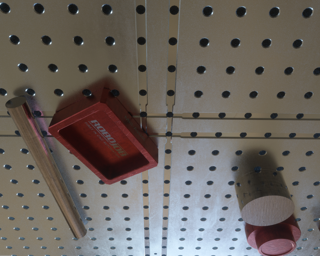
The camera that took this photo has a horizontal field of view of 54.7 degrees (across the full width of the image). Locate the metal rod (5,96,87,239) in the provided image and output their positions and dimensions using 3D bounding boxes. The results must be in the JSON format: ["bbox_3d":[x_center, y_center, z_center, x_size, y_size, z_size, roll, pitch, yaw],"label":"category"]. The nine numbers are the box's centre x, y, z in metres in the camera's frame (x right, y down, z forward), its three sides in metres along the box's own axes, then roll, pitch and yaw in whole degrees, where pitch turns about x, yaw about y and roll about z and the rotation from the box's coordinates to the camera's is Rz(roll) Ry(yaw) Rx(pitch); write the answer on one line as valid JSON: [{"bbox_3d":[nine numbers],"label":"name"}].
[{"bbox_3d":[-0.163,0.081,0.478,0.025,0.025,0.298,-5,130,4],"label":"metal rod"}]

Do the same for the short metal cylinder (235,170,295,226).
[{"bbox_3d":[0.164,0.112,0.492,0.081,0.050,0.079,0,130,0],"label":"short metal cylinder"}]

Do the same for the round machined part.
[{"bbox_3d":[0.212,0.205,0.577,0.099,0.042,0.097,0,130,0],"label":"round machined part"}]

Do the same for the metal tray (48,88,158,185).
[{"bbox_3d":[-0.072,0.018,0.422,0.090,0.030,0.130,-24,126,19],"label":"metal tray"}]
